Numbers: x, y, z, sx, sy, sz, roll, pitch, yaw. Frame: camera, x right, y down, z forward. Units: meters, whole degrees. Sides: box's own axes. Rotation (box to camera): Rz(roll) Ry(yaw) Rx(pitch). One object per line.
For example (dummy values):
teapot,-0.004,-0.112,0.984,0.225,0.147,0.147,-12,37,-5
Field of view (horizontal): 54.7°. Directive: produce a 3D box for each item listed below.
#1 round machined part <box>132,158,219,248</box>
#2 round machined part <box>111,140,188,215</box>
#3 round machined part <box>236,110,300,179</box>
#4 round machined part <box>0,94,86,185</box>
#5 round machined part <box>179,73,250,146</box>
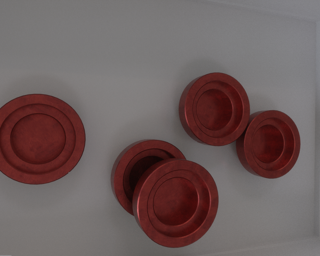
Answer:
round machined part,0.015,0.084,0.362,0.099,0.042,0.097,0,90,-20
round machined part,-0.014,0.063,0.396,0.099,0.042,0.097,0,90,-20
round machined part,0.154,0.023,0.458,0.099,0.042,0.097,0,90,-20
round machined part,-0.137,0.012,0.351,0.099,0.042,0.097,0,90,-20
round machined part,0.070,-0.025,0.427,0.099,0.042,0.097,0,90,-20
